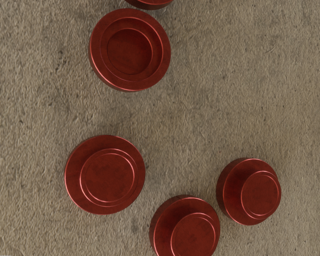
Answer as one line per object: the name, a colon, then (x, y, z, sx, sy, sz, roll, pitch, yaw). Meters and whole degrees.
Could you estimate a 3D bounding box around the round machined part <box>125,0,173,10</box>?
round machined part: (-0.018, -0.198, 0.393, 0.099, 0.042, 0.097, 0, 90, -20)

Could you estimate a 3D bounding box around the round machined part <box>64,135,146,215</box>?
round machined part: (-0.064, 0.057, 0.376, 0.099, 0.042, 0.097, 0, 90, -20)

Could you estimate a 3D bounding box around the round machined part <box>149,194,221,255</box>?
round machined part: (0.039, 0.142, 0.414, 0.099, 0.042, 0.097, 0, 90, -20)

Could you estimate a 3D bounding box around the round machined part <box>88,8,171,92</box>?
round machined part: (-0.039, -0.093, 0.385, 0.099, 0.042, 0.097, 0, 90, -20)

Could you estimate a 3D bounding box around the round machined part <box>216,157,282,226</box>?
round machined part: (0.135, 0.093, 0.450, 0.099, 0.042, 0.097, 0, 90, -20)
